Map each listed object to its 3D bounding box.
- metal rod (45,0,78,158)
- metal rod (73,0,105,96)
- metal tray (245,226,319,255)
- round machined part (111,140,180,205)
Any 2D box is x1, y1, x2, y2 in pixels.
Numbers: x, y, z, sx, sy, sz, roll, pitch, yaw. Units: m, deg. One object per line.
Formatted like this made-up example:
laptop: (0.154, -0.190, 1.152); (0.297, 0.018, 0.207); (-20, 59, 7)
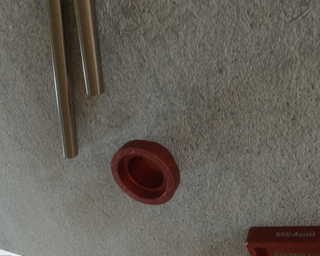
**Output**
metal rod: (-0.134, -0.081, 0.424); (0.025, 0.025, 0.298); (18, 126, 17)
metal rod: (-0.089, -0.176, 0.342); (0.025, 0.025, 0.298); (13, 124, 21)
metal tray: (0.191, 0.174, 0.410); (0.130, 0.030, 0.090); (-13, 112, 33)
round machined part: (-0.017, 0.058, 0.439); (0.098, 0.042, 0.097); (13, 124, 20)
